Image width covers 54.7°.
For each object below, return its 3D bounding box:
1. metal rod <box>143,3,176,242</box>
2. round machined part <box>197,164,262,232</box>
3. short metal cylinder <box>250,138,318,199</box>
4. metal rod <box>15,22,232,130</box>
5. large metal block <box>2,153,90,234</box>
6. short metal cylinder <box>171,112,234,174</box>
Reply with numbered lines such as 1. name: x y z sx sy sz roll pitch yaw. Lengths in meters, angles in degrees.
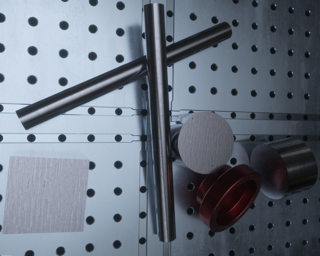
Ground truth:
1. metal rod: 0.001 0.000 0.395 0.025 0.025 0.298 -6 99 -20
2. round machined part: 0.089 0.089 0.420 0.099 0.042 0.097 -25 134 -28
3. short metal cylinder: 0.177 0.057 0.448 0.050 0.080 0.080 -11 94 -20
4. metal rod: -0.032 -0.075 0.400 0.302 0.025 0.025 -28 99 -18
5. large metal block: -0.128 0.071 0.352 0.081 0.050 0.080 5 88 -20
6. short metal cylinder: 0.052 0.019 0.418 0.081 0.050 0.080 0 90 -20
